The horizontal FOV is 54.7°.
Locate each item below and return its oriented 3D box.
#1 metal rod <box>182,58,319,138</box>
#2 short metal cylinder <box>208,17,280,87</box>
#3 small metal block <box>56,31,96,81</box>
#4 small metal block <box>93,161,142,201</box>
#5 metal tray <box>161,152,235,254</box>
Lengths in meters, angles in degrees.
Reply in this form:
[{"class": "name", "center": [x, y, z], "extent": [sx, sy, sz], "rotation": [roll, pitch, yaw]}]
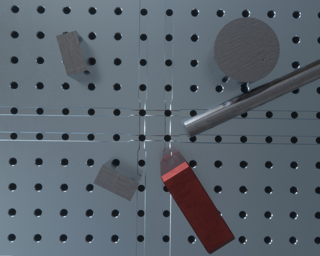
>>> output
[{"class": "metal rod", "center": [0.172, -0.061, 0.415], "extent": [0.301, 0.025, 0.025], "rotation": [-25, 90, -1]}, {"class": "short metal cylinder", "center": [0.106, -0.096, 0.402], "extent": [0.081, 0.050, 0.079], "rotation": [0, 90, -1]}, {"class": "small metal block", "center": [-0.107, -0.091, 0.399], "extent": [0.025, 0.050, 0.050], "rotation": [-16, 90, 0]}, {"class": "small metal block", "center": [-0.053, 0.067, 0.400], "extent": [0.050, 0.050, 0.025], "rotation": [27, 90, -1]}, {"class": "metal tray", "center": [0.037, 0.077, 0.361], "extent": [0.030, 0.130, 0.090], "rotation": [-32, 90, 0]}]
